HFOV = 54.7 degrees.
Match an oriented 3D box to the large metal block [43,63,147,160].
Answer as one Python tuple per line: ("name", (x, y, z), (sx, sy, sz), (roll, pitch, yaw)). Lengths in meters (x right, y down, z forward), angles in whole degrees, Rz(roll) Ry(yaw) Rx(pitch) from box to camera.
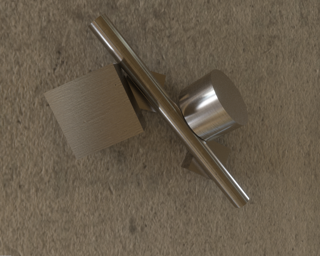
("large metal block", (-0.070, -0.021, 0.354), (0.080, 0.050, 0.080), (-23, 100, 5))

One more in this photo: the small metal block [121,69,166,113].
("small metal block", (-0.025, -0.049, 0.402), (0.050, 0.025, 0.050), (13, 86, -20))

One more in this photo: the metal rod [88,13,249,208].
("metal rod", (0.020, -0.012, 0.392), (0.025, 0.025, 0.300), (-43, 104, -15))

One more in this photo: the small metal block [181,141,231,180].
("small metal block", (0.065, 0.042, 0.436), (0.050, 0.025, 0.050), (26, 81, -19))

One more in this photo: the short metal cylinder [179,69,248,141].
("short metal cylinder", (0.070, -0.029, 0.403), (0.080, 0.050, 0.080), (33, 42, -35))
